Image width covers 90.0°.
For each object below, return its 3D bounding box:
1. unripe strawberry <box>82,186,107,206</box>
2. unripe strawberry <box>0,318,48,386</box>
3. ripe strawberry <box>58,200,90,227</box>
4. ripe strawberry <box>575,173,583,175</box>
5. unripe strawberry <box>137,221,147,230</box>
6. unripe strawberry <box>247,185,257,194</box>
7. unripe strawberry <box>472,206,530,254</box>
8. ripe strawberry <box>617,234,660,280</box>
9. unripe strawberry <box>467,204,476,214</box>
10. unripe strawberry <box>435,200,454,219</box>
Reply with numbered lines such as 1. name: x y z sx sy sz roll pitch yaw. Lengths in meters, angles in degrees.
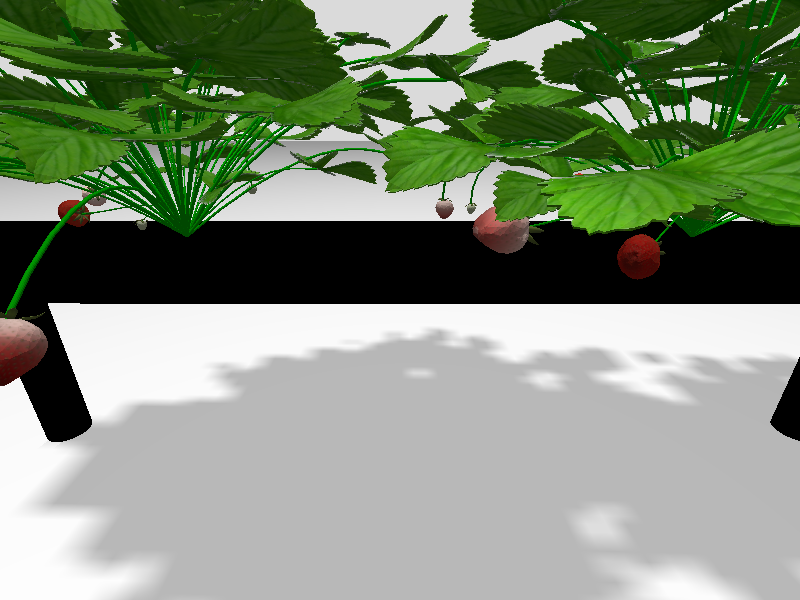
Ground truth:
1. unripe strawberry: -0.377 -0.127 0.493 0.027 0.026 0.024 -13 9 44
2. unripe strawberry: -0.151 0.020 0.151 0.026 0.026 0.023 -4 -26 -9
3. ripe strawberry: -0.322 -0.085 0.394 0.027 0.026 0.025 7 24 18
4. ripe strawberry: 0.226 -0.145 0.518 0.032 0.036 0.034 -4 23 -10
5. unripe strawberry: -0.250 -0.073 0.388 0.010 0.010 0.009 13 26 27
6. unripe strawberry: -0.206 -0.154 0.558 0.013 0.012 0.012 -2 23 -4
7. unripe strawberry: 0.074 -0.053 0.300 0.038 0.037 0.042 -7 24 -14
8. ripe strawberry: 0.149 -0.026 0.251 0.027 0.028 0.024 -22 31 -40
9. unripe strawberry: 0.080 -0.103 0.452 0.010 0.011 0.011 13 27 28
10. unripe strawberry: 0.048 -0.097 0.431 0.019 0.020 0.018 9 25 20
